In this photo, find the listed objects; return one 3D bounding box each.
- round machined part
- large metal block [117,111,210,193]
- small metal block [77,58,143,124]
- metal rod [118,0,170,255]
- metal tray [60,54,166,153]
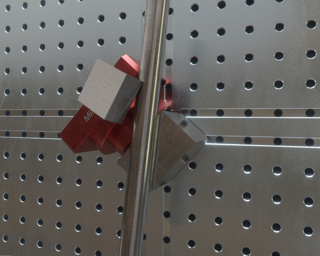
[{"bbox_3d":[-0.035,-0.001,0.389,0.042,0.098,0.098,44,103,14],"label":"round machined part"},{"bbox_3d":[0.007,0.027,0.377,0.050,0.080,0.080,45,104,14],"label":"large metal block"},{"bbox_3d":[-0.053,-0.039,0.326,0.050,0.025,0.050,33,99,36],"label":"small metal block"},{"bbox_3d":[-0.018,0.011,0.333,0.025,0.025,0.298,7,92,19],"label":"metal rod"},{"bbox_3d":[-0.057,-0.027,0.397,0.030,0.090,0.130,45,104,14],"label":"metal tray"}]
